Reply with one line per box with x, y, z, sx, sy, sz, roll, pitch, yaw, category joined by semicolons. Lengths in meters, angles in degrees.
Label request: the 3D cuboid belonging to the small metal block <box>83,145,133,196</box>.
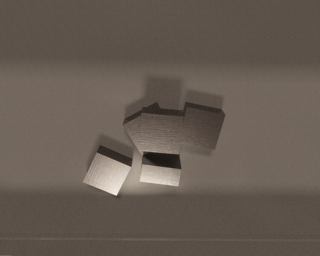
-0.072;0.059;0.432;0.050;0.025;0.050;25;108;-9;small metal block

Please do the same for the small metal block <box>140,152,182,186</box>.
0.001;0.052;0.417;0.050;0.050;0.025;8;110;-3;small metal block

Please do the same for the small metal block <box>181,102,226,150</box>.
0.053;-0.003;0.411;0.050;0.025;0.050;11;110;-5;small metal block

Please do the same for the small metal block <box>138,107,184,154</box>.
0.001;0.003;0.386;0.050;0.025;0.050;5;110;-3;small metal block

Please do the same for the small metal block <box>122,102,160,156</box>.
-0.014;0.001;0.412;0.050;0.025;0.050;-28;108;9;small metal block
